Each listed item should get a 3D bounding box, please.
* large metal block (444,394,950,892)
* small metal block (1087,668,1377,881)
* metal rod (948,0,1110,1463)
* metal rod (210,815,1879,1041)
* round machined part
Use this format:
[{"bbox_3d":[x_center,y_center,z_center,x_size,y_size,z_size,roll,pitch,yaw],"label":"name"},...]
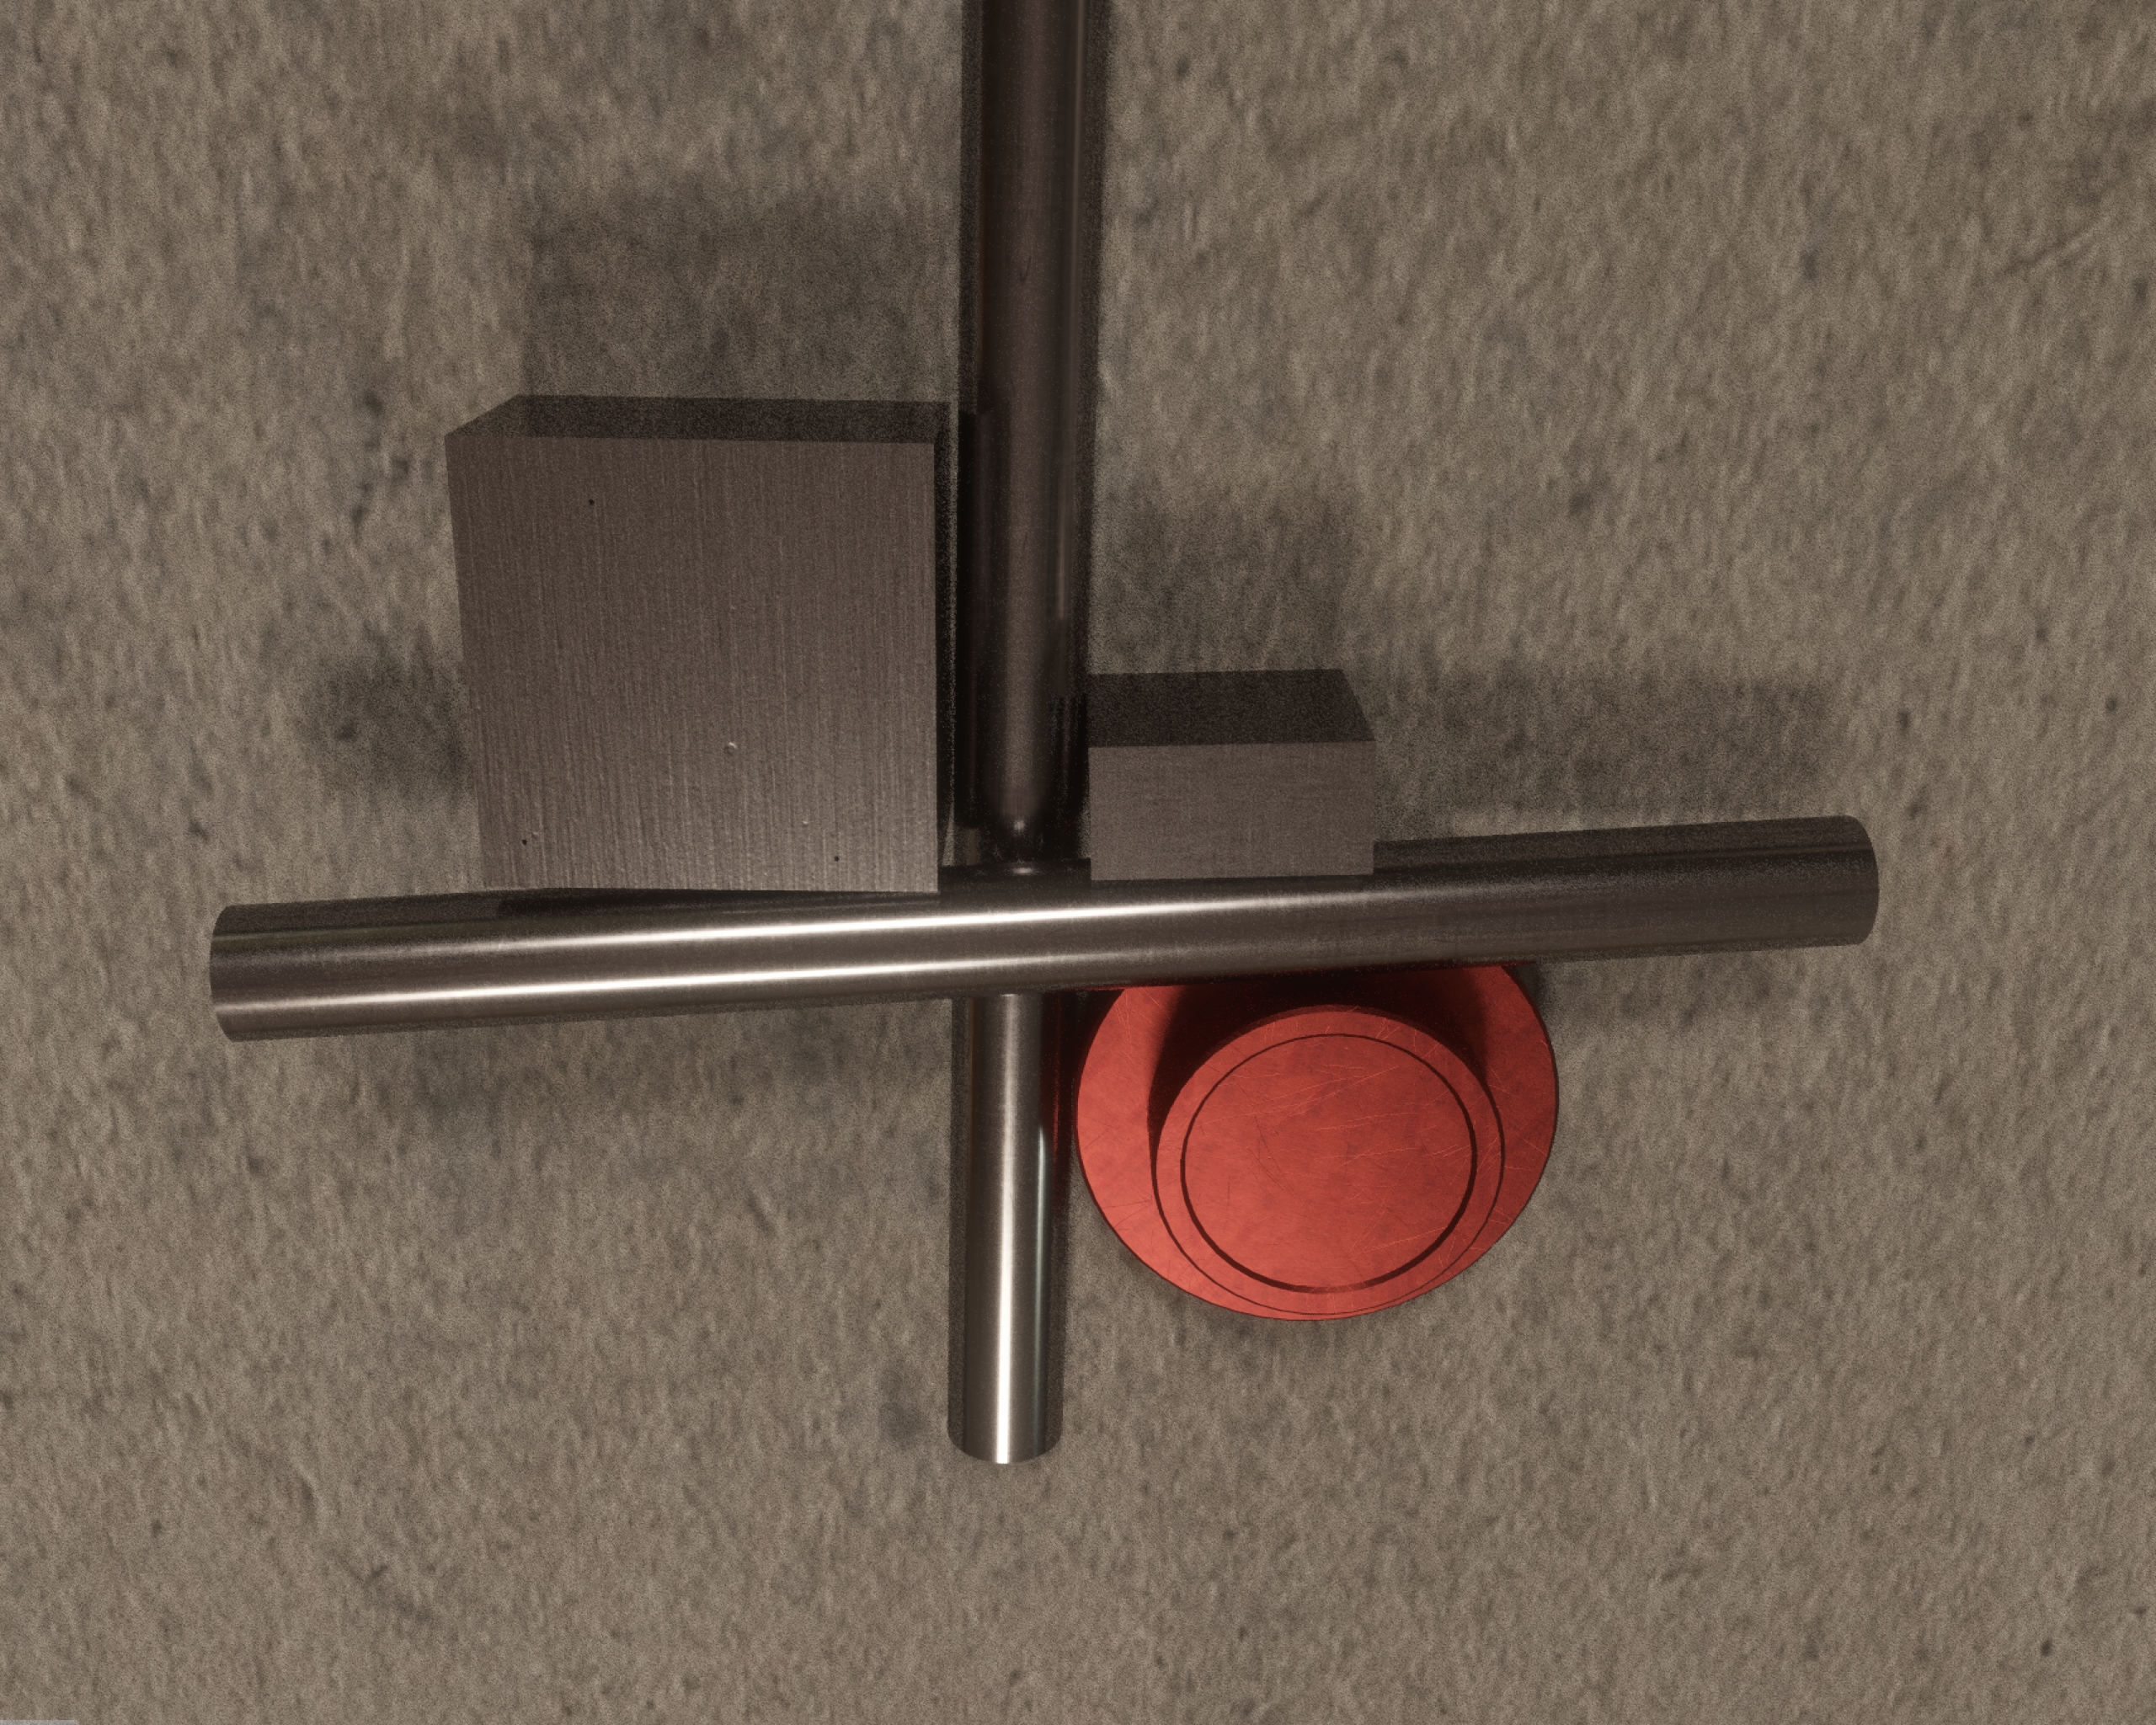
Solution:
[{"bbox_3d":[-0.065,-0.041,0.381,0.081,0.050,0.079,1,110,-1],"label":"large metal block"},{"bbox_3d":[0.027,-0.018,0.392,0.050,0.050,0.025,-1,110,0],"label":"small metal block"},{"bbox_3d":[-0.011,-0.016,0.405,0.025,0.025,0.298,1,110,-1],"label":"metal rod"},{"bbox_3d":[-0.003,0.012,0.389,0.302,0.025,0.025,-3,110,-4],"label":"metal rod"},{"bbox_3d":[0.048,0.052,0.421,0.099,0.042,0.097,0,110,-1],"label":"round machined part"}]
